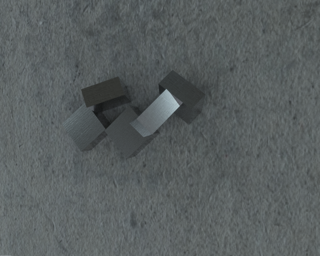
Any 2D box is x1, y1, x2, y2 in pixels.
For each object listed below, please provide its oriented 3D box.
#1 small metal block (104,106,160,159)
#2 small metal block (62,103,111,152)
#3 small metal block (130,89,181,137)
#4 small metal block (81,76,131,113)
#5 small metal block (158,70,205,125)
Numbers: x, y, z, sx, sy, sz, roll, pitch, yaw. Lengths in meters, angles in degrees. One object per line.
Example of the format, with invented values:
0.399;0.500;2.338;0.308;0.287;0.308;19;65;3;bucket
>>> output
-0.038;0.005;0.421;0.050;0.025;0.050;-44;77;14;small metal block
-0.103;-0.002;0.444;0.050;0.025;0.050;-41;78;15;small metal block
-0.007;-0.017;0.377;0.025;0.050;0.050;45;76;-7;small metal block
-0.070;-0.043;0.413;0.050;0.050;0.025;-19;84;3;small metal block
0.026;-0.037;0.383;0.050;0.050;0.025;40;76;15;small metal block
